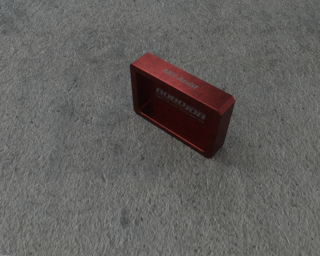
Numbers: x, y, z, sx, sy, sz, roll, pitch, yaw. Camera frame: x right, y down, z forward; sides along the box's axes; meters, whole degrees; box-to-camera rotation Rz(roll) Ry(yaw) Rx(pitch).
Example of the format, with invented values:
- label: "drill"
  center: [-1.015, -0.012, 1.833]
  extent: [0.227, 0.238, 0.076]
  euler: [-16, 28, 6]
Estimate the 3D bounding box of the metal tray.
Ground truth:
- label: "metal tray"
  center: [0.023, -0.028, 0.386]
  extent: [0.130, 0.089, 0.030]
  euler: [32, 57, 24]
